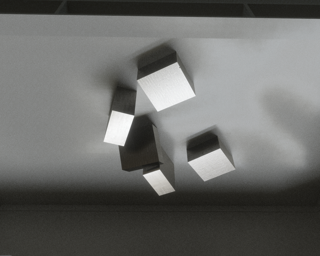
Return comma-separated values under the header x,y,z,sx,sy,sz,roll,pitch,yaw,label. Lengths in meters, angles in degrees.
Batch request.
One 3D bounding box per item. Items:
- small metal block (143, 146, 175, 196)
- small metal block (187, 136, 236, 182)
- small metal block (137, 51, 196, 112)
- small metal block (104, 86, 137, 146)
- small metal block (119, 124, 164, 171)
x,y,z,sx,sy,sz,roll,pitch,yaw,label
-0.001,0.060,0.443,0.025,0.050,0.050,-21,127,16,small metal block
0.074,0.046,0.448,0.050,0.025,0.050,-26,126,20,small metal block
0.008,-0.053,0.364,0.050,0.025,0.050,-22,127,17,small metal block
-0.048,-0.015,0.379,0.025,0.050,0.050,14,129,-12,small metal block
-0.026,0.027,0.412,0.050,0.050,0.025,-14,163,11,small metal block
